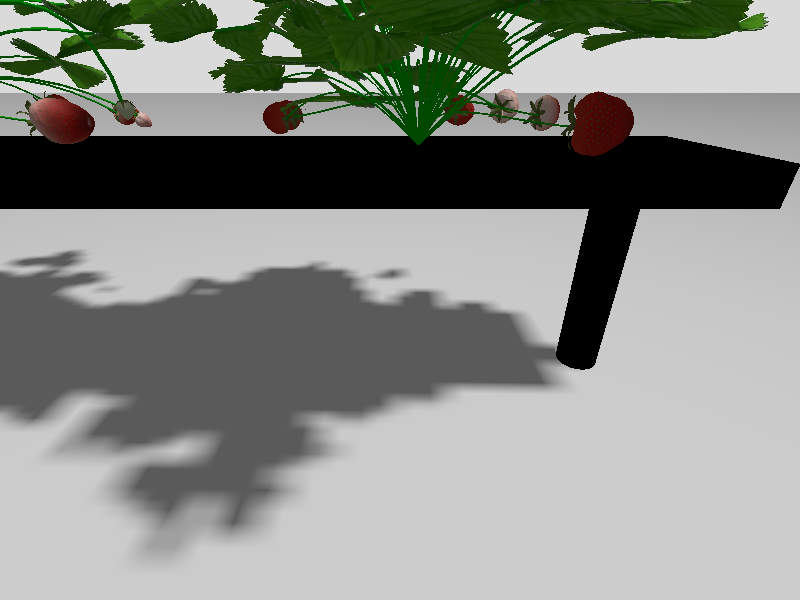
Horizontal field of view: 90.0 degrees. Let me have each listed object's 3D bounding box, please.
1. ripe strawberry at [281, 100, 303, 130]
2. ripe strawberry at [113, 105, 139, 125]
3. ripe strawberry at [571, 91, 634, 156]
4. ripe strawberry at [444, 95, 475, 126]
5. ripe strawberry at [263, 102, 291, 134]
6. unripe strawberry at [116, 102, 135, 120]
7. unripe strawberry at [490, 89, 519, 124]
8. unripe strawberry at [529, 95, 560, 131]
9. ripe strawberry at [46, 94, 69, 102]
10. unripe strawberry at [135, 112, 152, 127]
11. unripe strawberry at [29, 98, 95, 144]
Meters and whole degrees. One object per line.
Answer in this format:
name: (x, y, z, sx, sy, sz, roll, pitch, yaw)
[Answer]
ripe strawberry: (-0.118, -0.192, 0.416, 0.028, 0.028, 0.031, 21, 35, 34)
ripe strawberry: (-0.316, -0.216, 0.465, 0.027, 0.024, 0.024, 19, 27, 31)
ripe strawberry: (0.134, -0.116, 0.267, 0.038, 0.040, 0.035, 14, 32, 23)
ripe strawberry: (0.069, -0.218, 0.461, 0.035, 0.032, 0.032, 9, 29, 16)
ripe strawberry: (-0.119, -0.176, 0.387, 0.027, 0.028, 0.025, 14, 32, 25)
unripe strawberry: (-0.191, -0.132, 0.279, 0.011, 0.011, 0.010, 5, 29, 8)
unripe strawberry: (0.128, -0.234, 0.484, 0.033, 0.037, 0.036, 16, 32, 27)
unripe strawberry: (0.150, -0.191, 0.409, 0.032, 0.033, 0.029, -19, 34, -32)
ripe strawberry: (-0.416, -0.233, 0.489, 0.034, 0.030, 0.034, 3, 0, 5)
unripe strawberry: (-0.285, -0.200, 0.446, 0.015, 0.016, 0.016, 28, 2, 40)
unripe strawberry: (-0.265, -0.141, 0.317, 0.039, 0.033, 0.039, 1, 29, 1)
